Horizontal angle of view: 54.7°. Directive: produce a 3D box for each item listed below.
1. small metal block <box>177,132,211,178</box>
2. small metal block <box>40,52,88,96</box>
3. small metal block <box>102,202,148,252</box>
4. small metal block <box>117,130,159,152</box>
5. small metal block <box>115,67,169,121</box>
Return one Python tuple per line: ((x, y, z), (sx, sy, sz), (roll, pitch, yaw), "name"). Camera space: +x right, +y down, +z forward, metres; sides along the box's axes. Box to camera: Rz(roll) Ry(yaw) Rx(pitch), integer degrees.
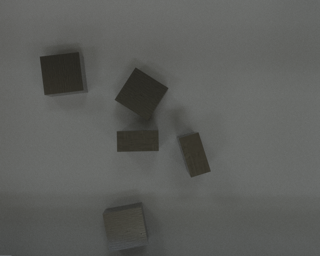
((0.042, 0.032, 0.400), (0.025, 0.050, 0.050), (-17, 90, 0), "small metal block")
((-0.126, -0.070, 0.410), (0.050, 0.025, 0.050), (-7, 90, -1), "small metal block")
((-0.045, 0.130, 0.411), (0.050, 0.025, 0.050), (-11, 90, -1), "small metal block")
((-0.027, 0.016, 0.399), (0.050, 0.050, 0.025), (-1, 90, -1), "small metal block")
((-0.024, -0.044, 0.411), (0.050, 0.025, 0.050), (33, 90, -1), "small metal block")
